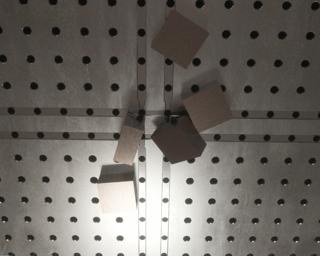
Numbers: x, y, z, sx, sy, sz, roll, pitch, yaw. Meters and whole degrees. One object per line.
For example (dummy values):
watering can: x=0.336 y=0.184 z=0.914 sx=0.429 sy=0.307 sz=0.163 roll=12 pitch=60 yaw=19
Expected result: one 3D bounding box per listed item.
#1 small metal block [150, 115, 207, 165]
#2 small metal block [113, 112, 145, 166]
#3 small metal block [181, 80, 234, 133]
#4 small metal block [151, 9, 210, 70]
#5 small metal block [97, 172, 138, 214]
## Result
small metal block: x=0.024 y=0.017 z=0.408 sx=0.050 sy=0.025 sz=0.050 roll=-22 pitch=112 yaw=41
small metal block: x=-0.040 y=0.013 z=0.404 sx=0.025 sy=0.050 sz=0.050 roll=17 pitch=109 yaw=-7
small metal block: x=0.061 y=-0.028 z=0.404 sx=0.050 sy=0.025 sz=0.050 roll=-24 pitch=109 yaw=8
small metal block: x=0.023 y=-0.107 z=0.374 sx=0.050 sy=0.025 sz=0.050 roll=30 pitch=107 yaw=-11
small metal block: x=-0.060 y=0.094 z=0.447 sx=0.050 sy=0.025 sz=0.050 roll=-5 pitch=110 yaw=1
